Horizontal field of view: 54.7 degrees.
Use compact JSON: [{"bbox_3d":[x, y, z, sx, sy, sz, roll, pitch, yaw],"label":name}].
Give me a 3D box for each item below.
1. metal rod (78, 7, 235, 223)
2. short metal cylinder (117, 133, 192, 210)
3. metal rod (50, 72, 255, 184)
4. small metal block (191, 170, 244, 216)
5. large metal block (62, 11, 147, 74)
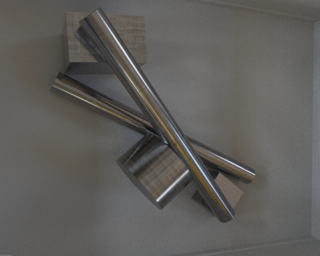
[{"bbox_3d":[0.012,0.005,0.352,0.025,0.025,0.299,-42,116,-15],"label":"metal rod"},{"bbox_3d":[-0.007,0.053,0.377,0.050,0.080,0.080,-42,104,-15],"label":"short metal cylinder"},{"bbox_3d":[0.004,0.008,0.412,0.301,0.025,0.025,26,81,-19],"label":"metal rod"},{"bbox_3d":[0.082,0.096,0.441,0.050,0.025,0.050,40,77,-16],"label":"small metal block"},{"bbox_3d":[-0.067,-0.093,0.356,0.081,0.080,0.050,-4,92,-20],"label":"large metal block"}]
